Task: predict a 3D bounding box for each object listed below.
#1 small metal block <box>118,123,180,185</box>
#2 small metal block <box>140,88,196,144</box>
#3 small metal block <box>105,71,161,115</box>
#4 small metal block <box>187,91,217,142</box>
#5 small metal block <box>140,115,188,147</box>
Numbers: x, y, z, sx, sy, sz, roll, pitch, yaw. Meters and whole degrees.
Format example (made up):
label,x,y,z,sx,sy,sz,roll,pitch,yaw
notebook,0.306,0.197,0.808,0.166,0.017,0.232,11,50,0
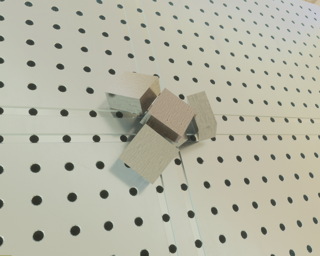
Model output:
label,x,y,z,sx,sy,sz,roll,pitch,yaw
small metal block,-0.013,0.030,0.366,0.050,0.025,0.050,38,88,-2
small metal block,0.011,-0.015,0.390,0.050,0.025,0.050,36,51,-5
small metal block,-0.034,-0.047,0.402,0.050,0.025,0.050,14,47,24
small metal block,0.058,-0.015,0.428,0.025,0.050,0.050,-17,67,0
small metal block,0.004,-0.003,0.412,0.050,0.025,0.050,1,64,-27
